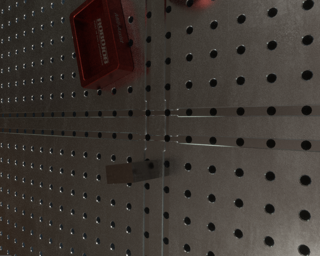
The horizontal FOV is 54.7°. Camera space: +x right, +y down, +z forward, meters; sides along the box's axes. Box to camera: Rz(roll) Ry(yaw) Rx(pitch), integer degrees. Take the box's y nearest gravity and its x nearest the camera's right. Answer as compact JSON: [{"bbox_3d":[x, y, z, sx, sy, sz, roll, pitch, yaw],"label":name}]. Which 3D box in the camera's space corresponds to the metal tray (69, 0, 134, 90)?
[{"bbox_3d":[-0.093,-0.135,0.480,0.090,0.030,0.129,-20,78,38],"label":"metal tray"}]

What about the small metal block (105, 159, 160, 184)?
[{"bbox_3d":[-0.037,0.060,0.422,0.050,0.050,0.025,-11,83,39],"label":"small metal block"}]
